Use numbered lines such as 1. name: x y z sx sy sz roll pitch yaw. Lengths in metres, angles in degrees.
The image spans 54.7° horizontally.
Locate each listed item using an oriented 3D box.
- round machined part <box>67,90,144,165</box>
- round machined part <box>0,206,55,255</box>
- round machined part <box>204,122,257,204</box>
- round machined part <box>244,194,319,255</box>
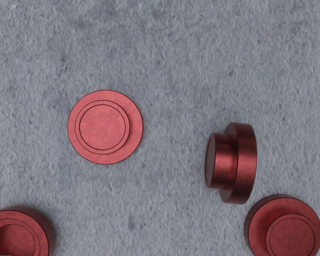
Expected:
1. round machined part: -0.071 -0.001 0.401 0.099 0.042 0.097 0 90 -1
2. round machined part: -0.185 0.149 0.399 0.099 0.042 0.097 0 90 -1
3. round machined part: 0.080 0.041 0.375 0.042 0.098 0.097 6 90 0
4. round machined part: 0.164 0.139 0.404 0.099 0.042 0.097 0 90 -1
